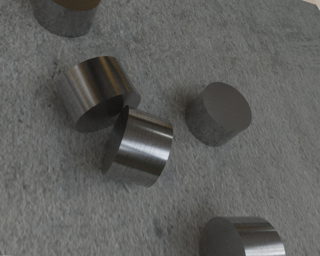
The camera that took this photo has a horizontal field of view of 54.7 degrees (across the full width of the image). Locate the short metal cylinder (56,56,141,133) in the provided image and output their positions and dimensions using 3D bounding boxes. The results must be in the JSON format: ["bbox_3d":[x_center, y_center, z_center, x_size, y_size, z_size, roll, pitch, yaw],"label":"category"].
[{"bbox_3d":[-0.069,-0.037,0.355,0.081,0.080,0.050,-19,73,-36],"label":"short metal cylinder"}]

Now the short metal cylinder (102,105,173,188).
[{"bbox_3d":[-0.026,0.020,0.343,0.050,0.080,0.080,20,54,-17],"label":"short metal cylinder"}]

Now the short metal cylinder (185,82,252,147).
[{"bbox_3d":[0.084,-0.019,0.447,0.081,0.050,0.080,14,56,-21],"label":"short metal cylinder"}]

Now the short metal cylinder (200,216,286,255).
[{"bbox_3d":[0.086,0.137,0.333,0.050,0.080,0.080,8,59,-25],"label":"short metal cylinder"}]

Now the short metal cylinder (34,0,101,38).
[{"bbox_3d":[-0.127,-0.172,0.425,0.081,0.050,0.080,14,56,-21],"label":"short metal cylinder"}]
